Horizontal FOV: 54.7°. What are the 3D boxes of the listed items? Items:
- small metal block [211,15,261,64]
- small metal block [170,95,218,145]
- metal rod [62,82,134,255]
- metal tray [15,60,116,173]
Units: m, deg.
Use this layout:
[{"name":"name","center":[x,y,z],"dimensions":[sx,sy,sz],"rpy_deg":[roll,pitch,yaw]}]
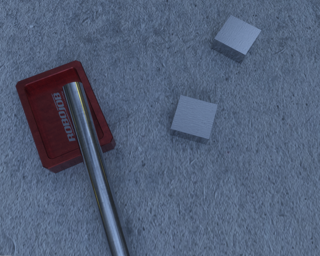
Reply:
[{"name":"small metal block","center":[0.112,-0.131,0.457],"dimensions":[0.050,0.025,0.050],"rpy_deg":[31,73,10]},{"name":"small metal block","center":[0.045,-0.011,0.413],"dimensions":[0.050,0.025,0.050],"rpy_deg":[15,71,5]},{"name":"metal rod","center":[-0.061,0.088,0.353],"dimensions":[0.025,0.025,0.299],"rpy_deg":[-17,79,-7]},{"name":"metal tray","center":[-0.124,-0.017,0.410],"dimensions":[0.091,0.030,0.130],"rpy_deg":[-23,72,-9]}]
